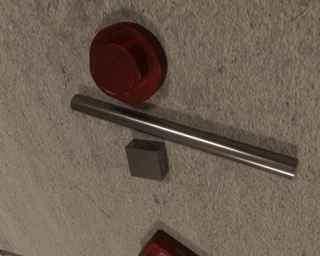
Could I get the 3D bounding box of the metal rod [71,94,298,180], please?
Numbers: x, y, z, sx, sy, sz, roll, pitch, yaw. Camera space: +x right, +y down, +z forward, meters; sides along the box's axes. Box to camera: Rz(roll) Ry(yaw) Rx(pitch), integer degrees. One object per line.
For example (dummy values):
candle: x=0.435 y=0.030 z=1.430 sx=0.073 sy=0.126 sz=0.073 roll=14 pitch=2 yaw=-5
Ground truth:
metal rod: x=0.017 y=0.005 z=0.399 sx=0.301 sy=0.025 sz=0.025 roll=17 pitch=125 yaw=18

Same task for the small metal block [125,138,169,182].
small metal block: x=-0.018 y=0.045 z=0.443 sx=0.050 sy=0.025 sz=0.050 roll=6 pitch=121 yaw=25

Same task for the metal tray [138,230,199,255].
metal tray: x=0.029 y=0.243 z=0.536 sx=0.130 sy=0.030 sz=0.089 roll=34 pitch=129 yaw=5

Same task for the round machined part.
round machined part: x=-0.044 y=-0.073 z=0.372 sx=0.098 sy=0.042 sz=0.097 roll=13 pitch=124 yaw=20
